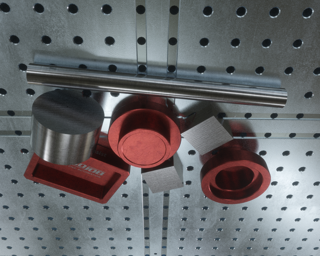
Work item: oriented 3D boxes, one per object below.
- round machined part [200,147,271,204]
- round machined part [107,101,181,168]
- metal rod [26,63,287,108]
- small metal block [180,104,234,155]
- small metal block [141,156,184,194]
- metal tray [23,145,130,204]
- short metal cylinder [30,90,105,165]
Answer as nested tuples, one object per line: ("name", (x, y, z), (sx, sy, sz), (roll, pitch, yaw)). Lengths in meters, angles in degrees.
("round machined part", (0.108, 0.066, 0.458), (0.099, 0.042, 0.097), (0, 130, 0))
("round machined part", (-0.021, 0.015, 0.413), (0.099, 0.042, 0.097), (0, 128, 0))
("metal rod", (0.001, -0.049, 0.369), (0.302, 0.025, 0.025), (5, 130, -5))
("small metal block", (0.062, 0.003, 0.415), (0.050, 0.025, 0.050), (-31, 124, 23))
("small metal block", (0.004, 0.070, 0.471), (0.050, 0.025, 0.050), (-15, 129, 12))
("metal tray", (-0.120, 0.059, 0.457), (0.131, 0.030, 0.089), (24, 126, -19))
("short metal cylinder", (-0.112, -0.002, 0.372), (0.081, 0.080, 0.050), (14, 129, -12))
